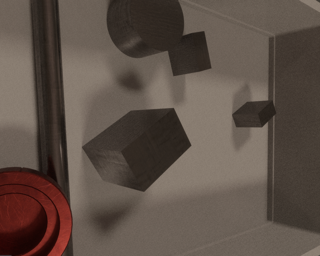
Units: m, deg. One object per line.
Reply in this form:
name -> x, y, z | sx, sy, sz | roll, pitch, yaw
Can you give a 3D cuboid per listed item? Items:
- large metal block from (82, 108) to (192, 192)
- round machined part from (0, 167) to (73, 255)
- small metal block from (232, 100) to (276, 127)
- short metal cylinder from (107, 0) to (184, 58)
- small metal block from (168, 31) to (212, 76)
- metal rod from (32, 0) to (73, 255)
large metal block -> -0.026, 0.021, 0.350 | 0.080, 0.080, 0.050 | -40, 115, -33
round machined part -> -0.130, 0.083, 0.275 | 0.099, 0.042, 0.097 | -1, 93, -21
small metal block -> 0.161, -0.024, 0.528 | 0.050, 0.050, 0.025 | -36, 113, -34
short metal cylinder -> -0.017, -0.129, 0.378 | 0.081, 0.050, 0.079 | 0, 90, -40
small metal block -> 0.039, -0.101, 0.425 | 0.025, 0.050, 0.050 | -22, 104, -38
metal rod -> -0.108, 0.021, 0.317 | 0.025, 0.025, 0.298 | -5, 93, -40
